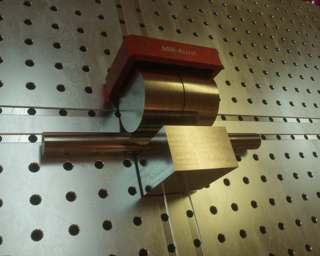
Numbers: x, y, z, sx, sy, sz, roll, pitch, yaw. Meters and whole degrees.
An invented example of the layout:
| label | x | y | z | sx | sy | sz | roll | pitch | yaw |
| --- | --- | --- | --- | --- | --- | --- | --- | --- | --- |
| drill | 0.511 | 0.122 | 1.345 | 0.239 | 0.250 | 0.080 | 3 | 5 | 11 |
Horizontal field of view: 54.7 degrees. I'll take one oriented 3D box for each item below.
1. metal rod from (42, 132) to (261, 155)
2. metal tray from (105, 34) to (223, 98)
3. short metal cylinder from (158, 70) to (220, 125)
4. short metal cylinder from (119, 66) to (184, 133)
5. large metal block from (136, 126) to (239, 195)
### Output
| label | x | y | z | sx | sy | sz | roll | pitch | yaw |
| --- | --- | --- | --- | --- | --- | --- | --- | --- | --- |
| metal rod | 0.010 | 0.018 | 0.397 | 0.303 | 0.025 | 0.025 | 1 | 62 | -28 |
| metal tray | 0.005 | -0.072 | 0.408 | 0.131 | 0.090 | 0.030 | 1 | 62 | -28 |
| short metal cylinder | 0.033 | -0.034 | 0.408 | 0.050 | 0.080 | 0.080 | 2 | 61 | -28 |
| short metal cylinder | -0.013 | -0.034 | 0.383 | 0.050 | 0.080 | 0.080 | 1 | 62 | -28 |
| large metal block | 0.028 | 0.038 | 0.359 | 0.081 | 0.080 | 0.050 | 1 | 62 | -28 |
